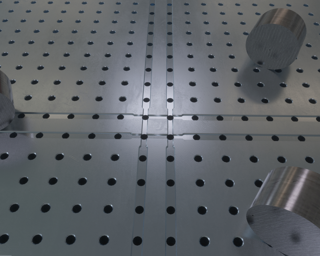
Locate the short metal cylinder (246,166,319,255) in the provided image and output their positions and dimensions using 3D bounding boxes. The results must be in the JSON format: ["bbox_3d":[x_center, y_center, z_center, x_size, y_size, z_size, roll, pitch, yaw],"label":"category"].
[{"bbox_3d":[0.133,0.084,0.302,0.080,0.080,0.050,28,56,21],"label":"short metal cylinder"}]

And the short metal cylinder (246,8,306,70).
[{"bbox_3d":[0.184,-0.140,0.491,0.080,0.080,0.050,23,54,18],"label":"short metal cylinder"}]

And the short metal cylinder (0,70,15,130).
[{"bbox_3d":[-0.234,-0.036,0.401,0.081,0.080,0.050,-17,52,-14],"label":"short metal cylinder"}]
